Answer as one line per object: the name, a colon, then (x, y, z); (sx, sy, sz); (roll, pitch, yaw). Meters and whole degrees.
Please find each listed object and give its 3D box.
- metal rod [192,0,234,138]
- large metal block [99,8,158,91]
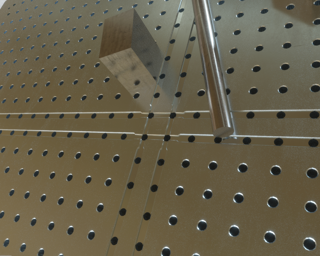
metal rod: (0.069, -0.121, 0.446); (0.025, 0.025, 0.299); (-16, 55, 19)
large metal block: (-0.044, -0.116, 0.467); (0.050, 0.080, 0.080); (-13, 56, 21)
